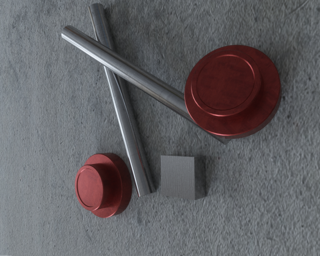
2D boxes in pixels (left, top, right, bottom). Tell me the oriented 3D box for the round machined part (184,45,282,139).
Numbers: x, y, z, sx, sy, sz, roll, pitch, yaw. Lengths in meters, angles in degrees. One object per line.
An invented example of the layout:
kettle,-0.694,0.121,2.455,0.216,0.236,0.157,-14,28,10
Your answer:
round machined part,0.071,-0.040,0.317,0.098,0.042,0.098,-6,76,24

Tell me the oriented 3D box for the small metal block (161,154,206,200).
small metal block,0.029,0.059,0.382,0.050,0.025,0.050,-1,89,40

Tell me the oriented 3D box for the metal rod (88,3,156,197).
metal rod,-0.059,-0.049,0.453,0.025,0.025,0.299,-27,73,37

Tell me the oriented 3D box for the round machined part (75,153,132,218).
round machined part,-0.092,0.088,0.470,0.098,0.042,0.097,0,90,40

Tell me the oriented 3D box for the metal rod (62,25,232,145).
metal rod,-0.031,-0.069,0.409,0.300,0.025,0.025,35,112,27
